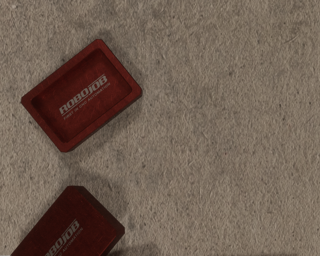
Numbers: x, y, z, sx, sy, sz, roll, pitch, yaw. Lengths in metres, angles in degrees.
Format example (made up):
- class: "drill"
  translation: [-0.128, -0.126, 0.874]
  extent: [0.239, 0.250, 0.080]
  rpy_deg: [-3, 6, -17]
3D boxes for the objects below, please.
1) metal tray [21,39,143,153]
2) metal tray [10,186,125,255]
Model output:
- class: "metal tray"
  translation: [-0.100, -0.041, 0.406]
  extent: [0.130, 0.030, 0.090]
  rpy_deg: [-38, 91, -1]
- class: "metal tray"
  translation: [-0.119, 0.150, 0.392]
  extent: [0.090, 0.030, 0.130]
  rpy_deg: [39, 90, 19]
